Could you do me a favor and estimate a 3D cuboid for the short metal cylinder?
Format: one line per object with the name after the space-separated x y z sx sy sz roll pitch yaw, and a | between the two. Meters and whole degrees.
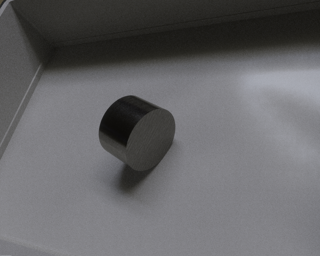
-0.027 0.006 0.380 0.050 0.080 0.080 27 77 37 | short metal cylinder
